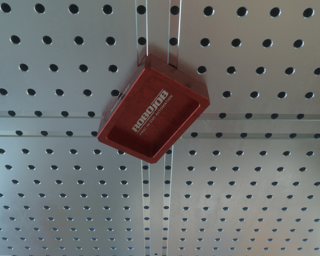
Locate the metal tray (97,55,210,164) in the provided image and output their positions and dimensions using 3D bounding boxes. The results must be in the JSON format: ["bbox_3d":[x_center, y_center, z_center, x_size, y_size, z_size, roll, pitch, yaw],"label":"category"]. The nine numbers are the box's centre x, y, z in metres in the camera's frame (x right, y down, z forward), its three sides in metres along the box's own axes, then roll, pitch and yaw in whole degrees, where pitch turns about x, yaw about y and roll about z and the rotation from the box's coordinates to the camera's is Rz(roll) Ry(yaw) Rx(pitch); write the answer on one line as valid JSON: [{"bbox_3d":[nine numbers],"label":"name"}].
[{"bbox_3d":[-0.011,-0.017,0.393,0.090,0.030,0.129,26,125,-21],"label":"metal tray"}]
